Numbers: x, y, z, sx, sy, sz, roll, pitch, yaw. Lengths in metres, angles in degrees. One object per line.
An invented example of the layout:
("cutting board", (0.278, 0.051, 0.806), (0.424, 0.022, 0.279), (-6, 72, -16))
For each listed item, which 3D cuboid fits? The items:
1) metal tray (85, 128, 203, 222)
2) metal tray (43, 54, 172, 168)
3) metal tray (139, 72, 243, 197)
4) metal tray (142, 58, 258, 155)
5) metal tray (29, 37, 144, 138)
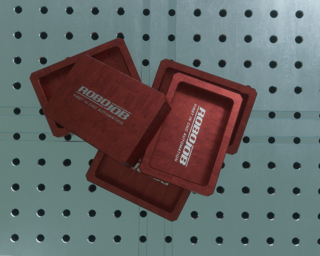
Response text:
("metal tray", (-0.019, 0.054, 0.411), (0.130, 0.030, 0.090), (26, 90, 0))
("metal tray", (-0.064, -0.023, 0.370), (0.130, 0.030, 0.090), (29, 82, 22))
("metal tray", (0.038, 0.008, 0.380), (0.090, 0.030, 0.130), (20, 78, 0))
("metal tray", (0.050, -0.027, 0.410), (0.131, 0.030, 0.090), (19, 90, 1))
("metal tray", (-0.091, -0.052, 0.410), (0.130, 0.030, 0.090), (-22, 90, 0))
